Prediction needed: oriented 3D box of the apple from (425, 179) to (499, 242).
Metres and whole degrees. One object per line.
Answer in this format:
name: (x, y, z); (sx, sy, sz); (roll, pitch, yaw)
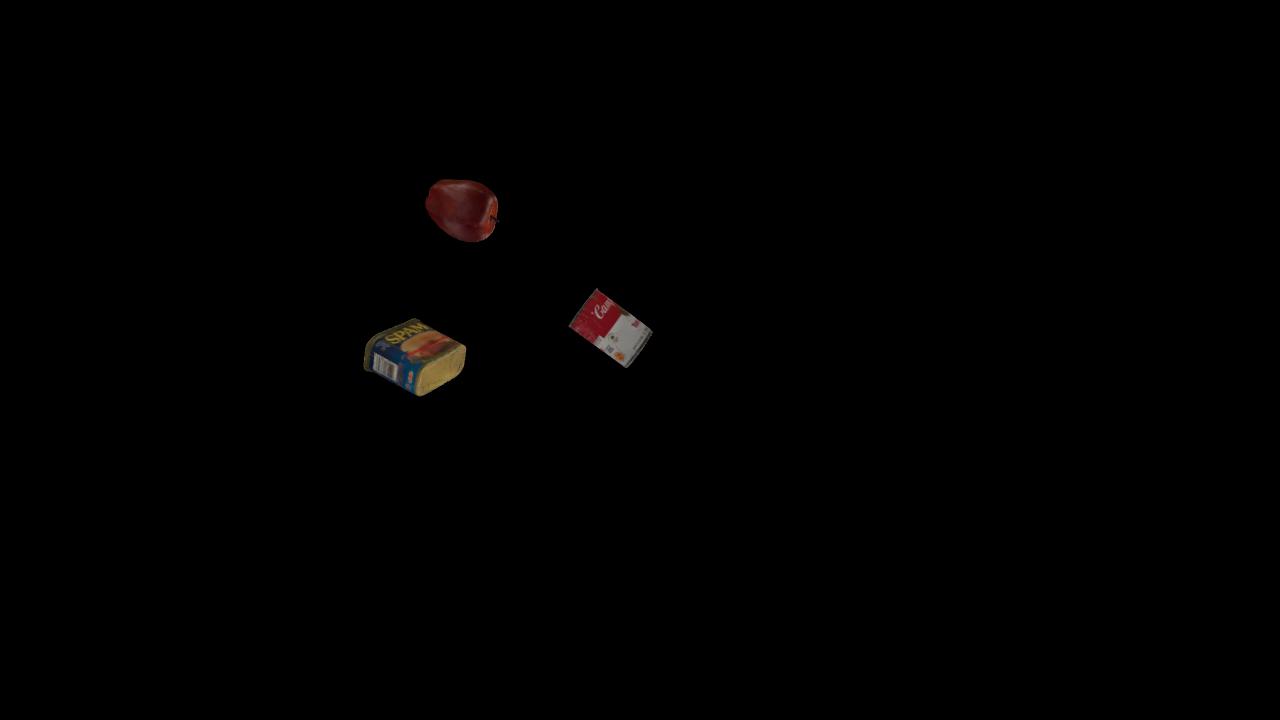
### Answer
apple: (-0.227, -0.194, 0.796); (0.093, 0.079, 0.079); (17, -1, -2)

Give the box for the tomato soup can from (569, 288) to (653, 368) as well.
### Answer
tomato soup can: (-0.040, -0.043, 0.863); (0.101, 0.068, 0.068); (37, -4, -5)

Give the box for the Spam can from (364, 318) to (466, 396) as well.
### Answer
Spam can: (-0.295, -0.003, 0.817); (0.085, 0.058, 0.101); (27, 30, 13)
